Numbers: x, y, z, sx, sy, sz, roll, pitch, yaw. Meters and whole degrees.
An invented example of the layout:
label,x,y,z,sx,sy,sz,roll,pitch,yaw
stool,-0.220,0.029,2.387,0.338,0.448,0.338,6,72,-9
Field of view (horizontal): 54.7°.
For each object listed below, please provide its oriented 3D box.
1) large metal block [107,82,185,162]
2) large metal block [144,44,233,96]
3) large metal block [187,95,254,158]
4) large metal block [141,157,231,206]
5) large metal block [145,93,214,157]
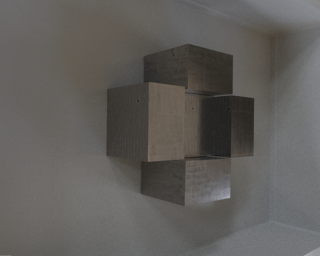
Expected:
label,x,y,z,sx,sy,sz,roll,pitch,yaw
large metal block,-0.018,-0.006,0.354,0.050,0.080,0.080,1,90,-40
large metal block,0.036,-0.068,0.398,0.081,0.080,0.050,1,90,-40
large metal block,0.084,-0.002,0.440,0.050,0.080,0.080,1,90,-40
large metal block,0.033,0.062,0.396,0.081,0.080,0.050,2,89,-40
large metal block,0.025,-0.003,0.408,0.081,0.050,0.080,1,90,-40
